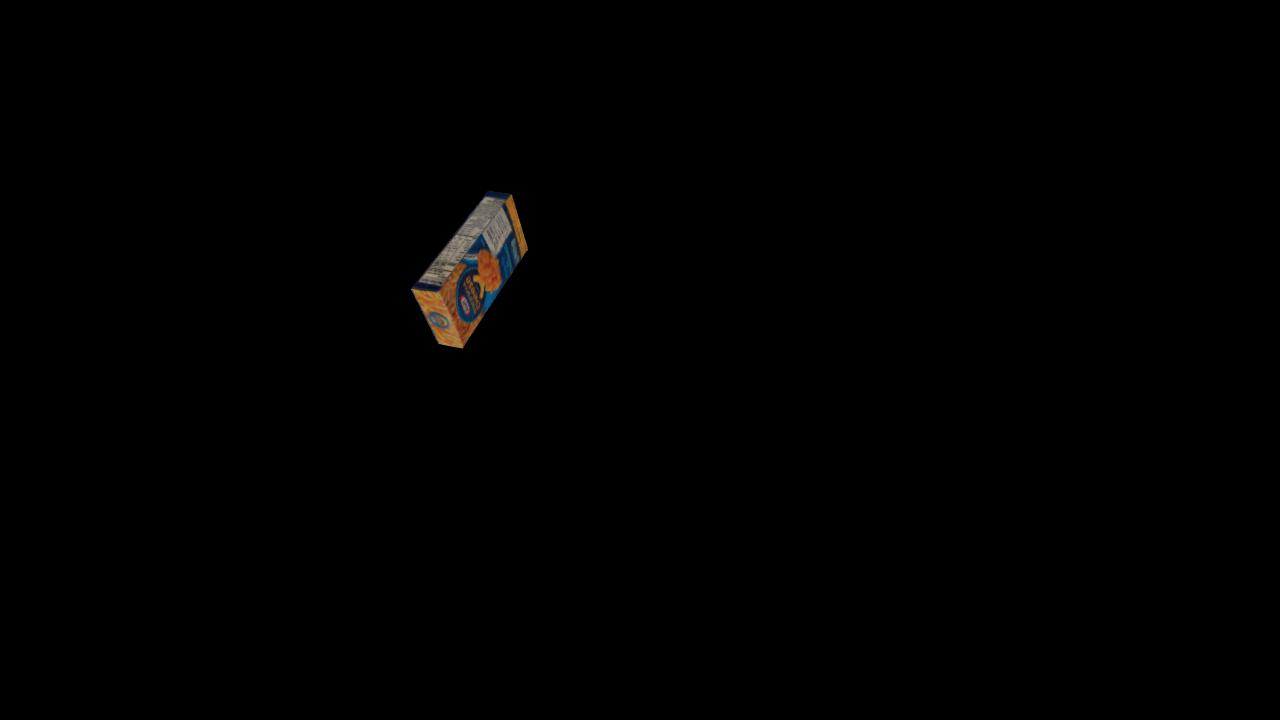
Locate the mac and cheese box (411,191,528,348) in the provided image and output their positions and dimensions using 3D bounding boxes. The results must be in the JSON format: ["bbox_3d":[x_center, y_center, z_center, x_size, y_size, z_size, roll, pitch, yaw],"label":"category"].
[{"bbox_3d":[-0.197,-0.112,0.740,0.041,0.184,0.093,11,-38,14],"label":"mac and cheese box"}]
